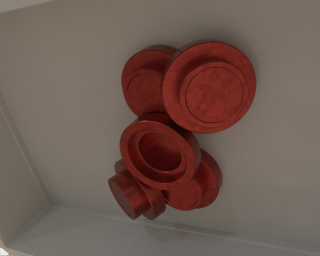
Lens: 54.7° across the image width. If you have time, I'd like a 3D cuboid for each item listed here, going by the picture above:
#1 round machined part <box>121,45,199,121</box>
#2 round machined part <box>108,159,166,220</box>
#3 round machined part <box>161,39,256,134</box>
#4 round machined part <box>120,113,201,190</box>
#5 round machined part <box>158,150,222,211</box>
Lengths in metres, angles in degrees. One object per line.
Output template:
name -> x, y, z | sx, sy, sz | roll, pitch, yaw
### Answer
round machined part -> -0.004, -0.045, 0.368 | 0.098, 0.042, 0.097 | 13, 124, 20
round machined part -> -0.038, 0.091, 0.443 | 0.098, 0.042, 0.097 | 43, 151, 32
round machined part -> 0.051, -0.039, 0.317 | 0.099, 0.042, 0.097 | -2, 112, -5
round machined part -> 0.004, 0.025, 0.380 | 0.098, 0.042, 0.097 | 13, 124, 20
round machined part -> 0.032, 0.074, 0.423 | 0.098, 0.042, 0.097 | 13, 124, 20
